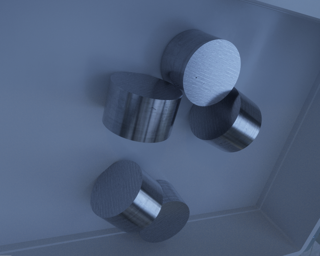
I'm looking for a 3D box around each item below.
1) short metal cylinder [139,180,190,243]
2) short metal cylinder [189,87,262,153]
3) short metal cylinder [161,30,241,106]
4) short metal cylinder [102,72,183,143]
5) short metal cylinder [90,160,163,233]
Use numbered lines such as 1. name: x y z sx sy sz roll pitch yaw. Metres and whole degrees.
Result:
1. short metal cylinder: -0.002 0.126 0.471 0.081 0.050 0.079 -14 125 -21
2. short metal cylinder: 0.087 -0.013 0.415 0.050 0.080 0.080 27 103 -38
3. short metal cylinder: 0.049 -0.073 0.373 0.081 0.050 0.079 -15 124 -24
4. short metal cylinder: -0.020 -0.025 0.348 0.081 0.080 0.050 1 118 -29
5. short metal cylinder: -0.043 0.089 0.406 0.080 0.080 0.050 -41 130 -1
